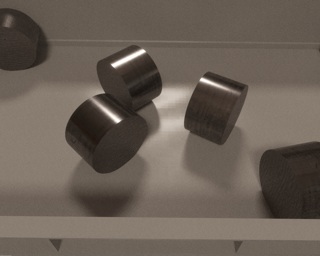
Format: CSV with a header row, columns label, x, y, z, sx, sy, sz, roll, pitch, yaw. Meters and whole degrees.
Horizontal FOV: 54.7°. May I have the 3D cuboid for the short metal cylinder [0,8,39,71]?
label,x,y,z,sx,sy,sz,roll,pitch,yaw
short metal cylinder,-0.232,-0.136,0.481,0.081,0.080,0.050,-6,51,-5

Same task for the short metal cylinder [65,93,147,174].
label,x,y,z,sx,sy,sz,roll,pitch,yaw
short metal cylinder,-0.062,0.006,0.363,0.050,0.080,0.080,38,59,27

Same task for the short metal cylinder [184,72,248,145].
label,x,y,z,sx,sy,sz,roll,pitch,yaw
short metal cylinder,0.071,-0.025,0.391,0.050,0.080,0.080,24,54,19

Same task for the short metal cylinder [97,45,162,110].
label,x,y,z,sx,sy,sz,roll,pitch,yaw
short metal cylinder,-0.042,-0.066,0.424,0.050,0.080,0.080,-34,58,-25

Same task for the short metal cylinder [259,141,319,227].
label,x,y,z,sx,sy,sz,roll,pitch,yaw
short metal cylinder,0.146,0.057,0.323,0.050,0.080,0.080,-10,51,-8
